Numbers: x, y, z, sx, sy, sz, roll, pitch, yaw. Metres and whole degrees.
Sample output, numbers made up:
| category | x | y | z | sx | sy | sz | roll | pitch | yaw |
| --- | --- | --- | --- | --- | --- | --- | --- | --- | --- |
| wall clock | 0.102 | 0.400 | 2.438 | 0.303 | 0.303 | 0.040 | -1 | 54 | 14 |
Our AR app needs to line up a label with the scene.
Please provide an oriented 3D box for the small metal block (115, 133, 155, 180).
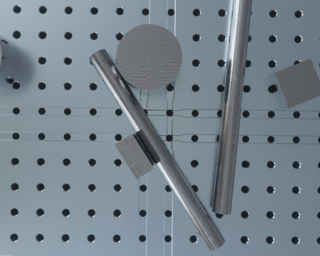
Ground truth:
| category | x | y | z | sx | sy | sz | roll | pitch | yaw |
| --- | --- | --- | --- | --- | --- | --- | --- | --- | --- |
| small metal block | -0.031 | 0.035 | 0.401 | 0.025 | 0.050 | 0.050 | -32 | 90 | 0 |

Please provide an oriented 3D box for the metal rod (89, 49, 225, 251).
| category | x | y | z | sx | sy | sz | roll | pitch | yaw |
| --- | --- | --- | --- | --- | --- | --- | --- | --- | --- |
| metal rod | -0.003 | 0.029 | 0.413 | 0.025 | 0.025 | 0.299 | -32 | 90 | 0 |

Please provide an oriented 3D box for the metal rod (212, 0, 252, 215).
| category | x | y | z | sx | sy | sz | roll | pitch | yaw |
| --- | --- | --- | --- | --- | --- | --- | --- | --- | --- |
| metal rod | 0.097 | -0.036 | 0.413 | 0.025 | 0.025 | 0.298 | 6 | 90 | 0 |

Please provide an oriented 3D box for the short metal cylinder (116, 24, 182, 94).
| category | x | y | z | sx | sy | sz | roll | pitch | yaw |
| --- | --- | --- | --- | --- | --- | --- | --- | --- | --- |
| short metal cylinder | -0.013 | -0.086 | 0.400 | 0.081 | 0.050 | 0.079 | 0 | 90 | 0 |

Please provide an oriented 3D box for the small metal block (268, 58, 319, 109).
| category | x | y | z | sx | sy | sz | roll | pitch | yaw |
| --- | --- | --- | --- | --- | --- | --- | --- | --- | --- |
| small metal block | 0.182 | -0.058 | 0.415 | 0.050 | 0.025 | 0.050 | -22 | 90 | 0 |

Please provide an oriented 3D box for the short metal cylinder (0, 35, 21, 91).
| category | x | y | z | sx | sy | sz | roll | pitch | yaw |
| --- | --- | --- | --- | --- | --- | --- | --- | --- | --- |
| short metal cylinder | -0.231 | -0.089 | 0.399 | 0.081 | 0.050 | 0.079 | 0 | 90 | 0 |
